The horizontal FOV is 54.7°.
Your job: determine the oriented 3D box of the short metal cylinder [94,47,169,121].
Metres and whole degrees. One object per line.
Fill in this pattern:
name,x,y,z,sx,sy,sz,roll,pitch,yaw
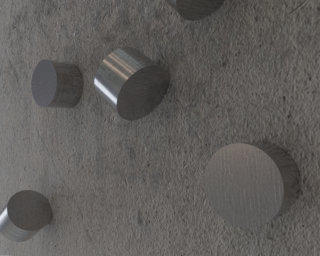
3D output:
short metal cylinder,-0.036,-0.056,0.399,0.050,0.081,0.080,42,116,32

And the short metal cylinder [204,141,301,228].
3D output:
short metal cylinder,0.092,0.054,0.312,0.080,0.050,0.080,0,90,40

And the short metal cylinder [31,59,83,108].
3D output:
short metal cylinder,-0.178,-0.075,0.536,0.080,0.050,0.080,0,90,40

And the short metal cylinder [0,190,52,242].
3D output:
short metal cylinder,-0.252,0.163,0.578,0.050,0.081,0.080,-43,64,32

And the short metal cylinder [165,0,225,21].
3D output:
short metal cylinder,0.037,-0.167,0.338,0.080,0.081,0.050,-52,60,27
